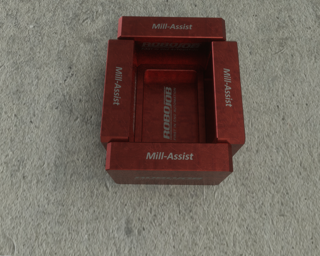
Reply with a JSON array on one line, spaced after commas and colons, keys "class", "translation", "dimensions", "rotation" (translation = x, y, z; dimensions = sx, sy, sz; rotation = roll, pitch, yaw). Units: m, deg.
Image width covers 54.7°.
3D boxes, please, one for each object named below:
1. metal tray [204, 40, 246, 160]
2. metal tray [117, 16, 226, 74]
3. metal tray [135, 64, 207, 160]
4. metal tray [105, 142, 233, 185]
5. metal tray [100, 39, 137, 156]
[{"class": "metal tray", "translation": [0.075, -0.031, 0.386], "dimensions": [0.030, 0.090, 0.130], "rotation": [1, 70, 0]}, {"class": "metal tray", "translation": [0.014, -0.107, 0.413], "dimensions": [0.131, 0.090, 0.030], "rotation": [1, 70, 0]}, {"class": "metal tray", "translation": [0.014, -0.022, 0.415], "dimensions": [0.091, 0.030, 0.130], "rotation": [1, 70, 0]}, {"class": "metal tray", "translation": [0.010, 0.044, 0.358], "dimensions": [0.131, 0.090, 0.030], "rotation": [1, 70, 0]}, {"class": "metal tray", "translation": [-0.047, -0.032, 0.385], "dimensions": [0.030, 0.090, 0.130], "rotation": [1, 70, 0]}]
